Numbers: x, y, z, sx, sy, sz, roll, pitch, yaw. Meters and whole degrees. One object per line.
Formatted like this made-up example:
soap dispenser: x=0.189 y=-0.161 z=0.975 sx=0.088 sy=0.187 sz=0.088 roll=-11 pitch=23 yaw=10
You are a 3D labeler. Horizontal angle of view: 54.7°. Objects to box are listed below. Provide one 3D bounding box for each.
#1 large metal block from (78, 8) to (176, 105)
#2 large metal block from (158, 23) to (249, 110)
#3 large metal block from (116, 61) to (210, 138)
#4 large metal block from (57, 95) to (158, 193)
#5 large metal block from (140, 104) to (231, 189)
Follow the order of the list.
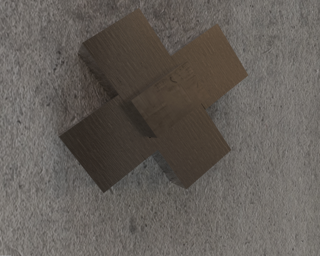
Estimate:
large metal block: x=-0.041 y=-0.085 z=0.382 sx=0.080 sy=0.050 sz=0.080 roll=-38 pitch=103 yaw=-16
large metal block: x=0.057 y=-0.079 z=0.418 sx=0.080 sy=0.050 sz=0.080 roll=-38 pitch=103 yaw=-16
large metal block: x=0.000 y=-0.033 z=0.382 sx=0.080 sy=0.080 sz=0.050 roll=-38 pitch=103 yaw=-16
large metal block: x=-0.064 y=0.017 z=0.373 sx=0.080 sy=0.050 sz=0.080 roll=-38 pitch=103 yaw=-16
large metal block: x=0.032 y=0.020 z=0.409 sx=0.080 sy=0.050 sz=0.080 roll=-38 pitch=103 yaw=-16
